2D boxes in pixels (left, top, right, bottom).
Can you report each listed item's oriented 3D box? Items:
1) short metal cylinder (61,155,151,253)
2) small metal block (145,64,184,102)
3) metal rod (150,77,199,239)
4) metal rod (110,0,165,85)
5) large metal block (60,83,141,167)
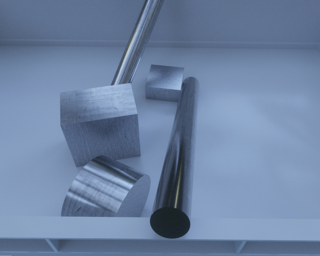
[{"bbox_3d":[-0.051,0.073,0.307,0.050,0.080,0.080,22,53,17],"label":"short metal cylinder"},{"bbox_3d":[0.008,-0.067,0.461,0.050,0.025,0.050,7,50,5],"label":"small metal block"},{"bbox_3d":[0.026,-0.003,0.327,0.025,0.025,0.301,7,25,5],"label":"metal rod"},{"bbox_3d":[-0.019,-0.148,0.430,0.025,0.025,0.299,19,84,15],"label":"metal rod"},{"bbox_3d":[-0.069,-0.002,0.370,0.081,0.080,0.050,-9,51,-8],"label":"large metal block"}]
